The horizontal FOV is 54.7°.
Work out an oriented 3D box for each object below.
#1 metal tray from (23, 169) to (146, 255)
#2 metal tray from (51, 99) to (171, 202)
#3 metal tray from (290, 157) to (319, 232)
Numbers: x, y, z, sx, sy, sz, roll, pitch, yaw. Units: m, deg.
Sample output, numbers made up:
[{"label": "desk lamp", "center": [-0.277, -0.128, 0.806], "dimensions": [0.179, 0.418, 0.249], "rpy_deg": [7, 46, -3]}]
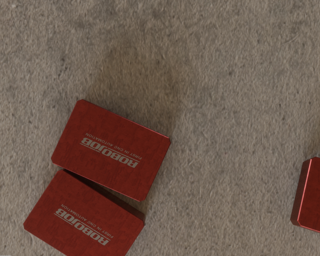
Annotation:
[{"label": "metal tray", "center": [-0.096, 0.123, 0.406], "dimensions": [0.130, 0.030, 0.090], "rpy_deg": [33, 90, -1]}, {"label": "metal tray", "center": [-0.062, 0.028, 0.407], "dimensions": [0.131, 0.030, 0.090], "rpy_deg": [24, 90, -1]}, {"label": "metal tray", "center": [0.244, 0.098, 0.391], "dimensions": [0.131, 0.030, 0.090], "rpy_deg": [16, 77, 9]}]
